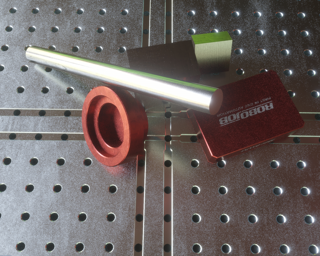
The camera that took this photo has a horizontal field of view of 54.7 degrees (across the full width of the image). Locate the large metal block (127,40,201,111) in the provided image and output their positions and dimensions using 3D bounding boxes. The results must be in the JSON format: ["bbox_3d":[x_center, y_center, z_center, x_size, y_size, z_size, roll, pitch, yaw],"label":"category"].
[{"bbox_3d":[0.004,-0.065,0.406,0.081,0.080,0.050,-10,71,-4],"label":"large metal block"}]

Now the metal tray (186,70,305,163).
[{"bbox_3d":[0.112,-0.017,0.417,0.131,0.030,0.090,-19,71,-7],"label":"metal tray"}]

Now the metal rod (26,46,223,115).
[{"bbox_3d":[-0.066,-0.066,0.368,0.300,0.025,0.025,19,69,34],"label":"metal rod"}]

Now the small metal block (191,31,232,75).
[{"bbox_3d":[0.071,-0.104,0.434,0.050,0.050,0.025,-8,45,-3],"label":"small metal block"}]

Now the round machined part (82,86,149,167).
[{"bbox_3d":[-0.052,-0.004,0.384,0.042,0.097,0.098,-12,66,-44],"label":"round machined part"}]
